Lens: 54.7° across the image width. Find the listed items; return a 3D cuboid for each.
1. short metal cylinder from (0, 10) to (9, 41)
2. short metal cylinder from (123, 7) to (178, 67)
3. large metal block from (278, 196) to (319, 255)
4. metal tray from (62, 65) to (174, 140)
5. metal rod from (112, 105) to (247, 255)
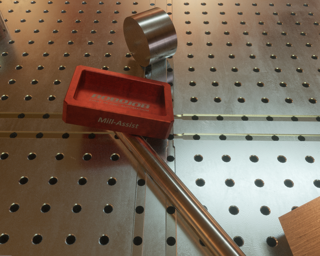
[{"bbox_3d":[-0.319,-0.187,0.547,0.080,0.050,0.080,0,50,0],"label":"short metal cylinder"},{"bbox_3d":[-0.016,-0.144,0.493,0.050,0.080,0.080,-28,56,-21],"label":"short metal cylinder"},{"bbox_3d":[0.168,0.104,0.276,0.050,0.080,0.080,20,41,-32],"label":"large metal block"},{"bbox_3d":[-0.051,-0.035,0.402,0.131,0.030,0.090,10,39,-11],"label":"metal tray"},{"bbox_3d":[-0.007,0.044,0.369,0.025,0.025,0.300,-29,56,-22],"label":"metal rod"}]
